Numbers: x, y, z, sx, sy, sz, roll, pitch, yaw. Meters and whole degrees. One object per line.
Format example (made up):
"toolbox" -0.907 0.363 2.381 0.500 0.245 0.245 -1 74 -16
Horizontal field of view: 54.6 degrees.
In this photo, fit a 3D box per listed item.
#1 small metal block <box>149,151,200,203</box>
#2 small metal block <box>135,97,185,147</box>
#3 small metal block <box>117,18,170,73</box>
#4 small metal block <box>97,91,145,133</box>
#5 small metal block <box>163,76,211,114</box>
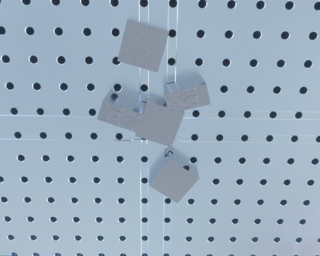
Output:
"small metal block" 0.019 0.070 0.439 0.050 0.025 0.050 34 106 -12
"small metal block" -0.001 -0.008 0.410 0.050 0.025 0.050 18 109 -7
"small metal block" -0.020 -0.100 0.376 0.050 0.025 0.050 15 109 -6
"small metal block" -0.047 -0.022 0.392 0.050 0.050 0.025 19 109 -7
"small metal block" 0.032 -0.042 0.385 0.050 0.050 0.025 -13 110 5
